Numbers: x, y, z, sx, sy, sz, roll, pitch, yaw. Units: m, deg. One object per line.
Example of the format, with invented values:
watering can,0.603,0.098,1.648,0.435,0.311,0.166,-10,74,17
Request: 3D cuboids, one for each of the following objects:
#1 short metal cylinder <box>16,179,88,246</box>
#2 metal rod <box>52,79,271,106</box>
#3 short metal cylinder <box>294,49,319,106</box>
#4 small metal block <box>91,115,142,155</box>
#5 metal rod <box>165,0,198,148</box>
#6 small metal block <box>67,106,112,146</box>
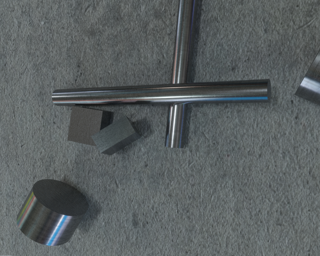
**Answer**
short metal cylinder,-0.149,0.116,0.432,0.080,0.080,0.050,34,101,16
metal rod,-0.019,-0.042,0.393,0.300,0.025,0.025,1,91,28
short metal cylinder,0.182,-0.059,0.316,0.050,0.080,0.080,29,100,17
small metal block,-0.056,0.011,0.409,0.050,0.050,0.025,-31,80,0
metal rod,0.033,-0.124,0.397,0.025,0.025,0.298,6,92,20
small metal block,-0.101,-0.003,0.445,0.050,0.025,0.050,10,93,19
